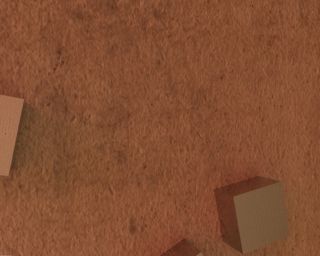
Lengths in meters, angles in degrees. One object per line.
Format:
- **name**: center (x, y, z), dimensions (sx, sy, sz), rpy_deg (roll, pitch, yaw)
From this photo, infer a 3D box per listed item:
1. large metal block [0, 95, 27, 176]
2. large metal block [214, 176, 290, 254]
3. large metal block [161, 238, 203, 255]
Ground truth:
- **large metal block**: center (-0.192, 0.002, 0.325), dimensions (0.081, 0.050, 0.080), rpy_deg (11, 86, -20)
- **large metal block**: center (0.132, 0.121, 0.446), dimensions (0.081, 0.050, 0.079), rpy_deg (-12, 94, -20)
- **large metal block**: center (0.028, 0.210, 0.408), dimensions (0.080, 0.050, 0.080), rpy_deg (-29, 100, -18)
